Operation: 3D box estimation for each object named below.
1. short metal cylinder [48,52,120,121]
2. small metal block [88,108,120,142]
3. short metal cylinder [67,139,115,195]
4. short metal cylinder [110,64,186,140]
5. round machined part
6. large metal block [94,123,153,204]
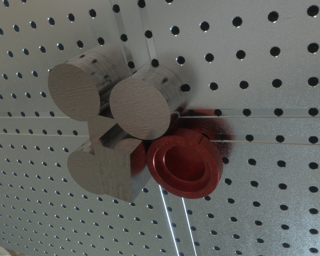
[{"bbox_3d":[-0.100,-0.055,0.413,0.080,0.050,0.079,13,124,21],"label":"short metal cylinder"},{"bbox_3d":[-0.076,-0.002,0.450,0.050,0.025,0.050,14,124,20],"label":"small metal block"},{"bbox_3d":[-0.094,0.056,0.479,0.080,0.050,0.079,13,124,21],"label":"short metal cylinder"},{"bbox_3d":[-0.014,-0.032,0.382,0.080,0.050,0.079,13,124,21],"label":"short metal cylinder"},{"bbox_3d":[0.035,0.042,0.407,0.098,0.042,0.097,13,124,21],"label":"round machined part"},{"bbox_3d":[-0.042,0.039,0.418,0.050,0.080,0.079,15,125,20],"label":"large metal block"}]
